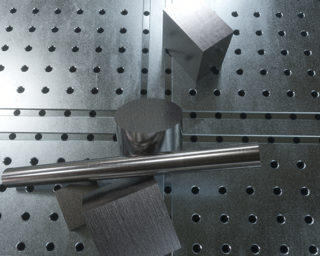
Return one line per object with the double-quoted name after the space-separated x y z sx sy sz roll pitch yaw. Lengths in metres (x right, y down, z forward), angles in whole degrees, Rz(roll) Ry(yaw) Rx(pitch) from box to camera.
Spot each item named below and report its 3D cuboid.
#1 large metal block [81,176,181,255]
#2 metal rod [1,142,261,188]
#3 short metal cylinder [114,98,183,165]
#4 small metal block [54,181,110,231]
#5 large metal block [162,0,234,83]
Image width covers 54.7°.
-0.032 0.102 0.342 0.080 0.050 0.080 -21 104 -8 "large metal block"
-0.046 0.044 0.345 0.301 0.025 0.025 -7 69 16 "metal rod"
-0.013 0.004 0.377 0.081 0.050 0.080 -1 33 1 "short metal cylinder"
-0.093 0.091 0.377 0.050 0.025 0.050 -25 72 -9 "small metal block"
0.048 -0.123 0.428 0.050 0.080 0.080 -36 74 -12 "large metal block"
